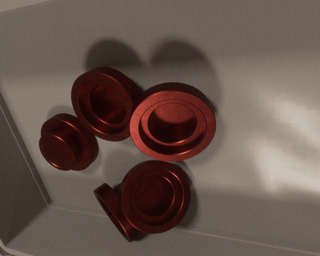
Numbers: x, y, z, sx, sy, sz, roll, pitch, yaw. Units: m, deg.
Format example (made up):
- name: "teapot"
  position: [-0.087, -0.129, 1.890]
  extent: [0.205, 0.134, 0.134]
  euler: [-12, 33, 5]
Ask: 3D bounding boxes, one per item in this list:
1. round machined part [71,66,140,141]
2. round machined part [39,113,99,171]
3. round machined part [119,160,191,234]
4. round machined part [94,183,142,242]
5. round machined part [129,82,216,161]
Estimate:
- name: "round machined part"
  position: [-0.064, -0.034, 0.408]
  extent: [0.098, 0.042, 0.097]
  euler: [13, 124, 21]
- name: "round machined part"
  position: [-0.151, 0.029, 0.493]
  extent: [0.098, 0.042, 0.097]
  euler: [13, 124, 20]
- name: "round machined part"
  position: [-0.010, 0.094, 0.436]
  extent: [0.098, 0.098, 0.042]
  euler: [54, 163, -10]
- name: "round machined part"
  position: [-0.059, 0.126, 0.486]
  extent: [0.098, 0.042, 0.098]
  euler: [44, 156, 26]
- name: "round machined part"
  position: [0.014, -0.011, 0.367]
  extent: [0.099, 0.042, 0.097]
  euler: [0, 124, 0]
